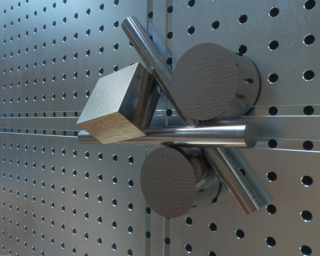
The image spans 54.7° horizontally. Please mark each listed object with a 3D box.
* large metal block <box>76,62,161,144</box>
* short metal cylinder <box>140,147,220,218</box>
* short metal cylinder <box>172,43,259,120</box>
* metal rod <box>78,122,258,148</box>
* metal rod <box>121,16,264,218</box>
[{"bbox_3d":[-0.052,-0.030,0.407,0.080,0.050,0.080,-13,47,39],"label":"large metal block"},{"bbox_3d":[0.023,0.061,0.369,0.080,0.050,0.079,0,90,40],"label":"short metal cylinder"},{"bbox_3d":[0.060,-0.048,0.339,0.080,0.050,0.079,0,90,40],"label":"short metal cylinder"},{"bbox_3d":[-0.019,0.011,0.398,0.300,0.025,0.025,-2,89,46],"label":"metal rod"},{"bbox_3d":[0.027,-0.030,0.382,0.025,0.025,0.299,-45,63,30],"label":"metal rod"}]
